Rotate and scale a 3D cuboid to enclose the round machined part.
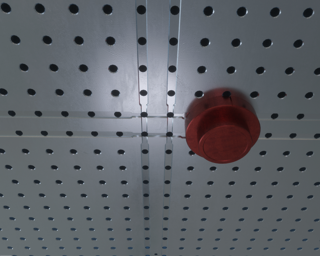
[{"bbox_3d":[0.083,0.009,0.409,0.099,0.042,0.097,0,130,0],"label":"round machined part"}]
